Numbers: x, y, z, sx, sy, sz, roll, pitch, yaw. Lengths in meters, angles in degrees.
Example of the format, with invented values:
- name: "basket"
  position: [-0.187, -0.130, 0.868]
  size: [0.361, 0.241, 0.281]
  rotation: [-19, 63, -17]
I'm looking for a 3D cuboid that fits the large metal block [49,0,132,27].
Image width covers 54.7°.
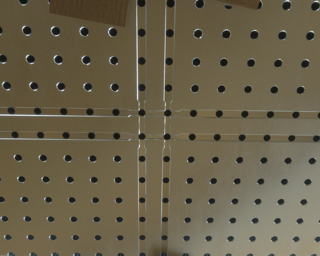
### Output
- name: "large metal block"
  position: [-0.070, -0.160, 0.340]
  size: [0.081, 0.050, 0.079]
  rotation: [10, 110, -4]

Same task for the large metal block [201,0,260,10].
- name: "large metal block"
  position: [0.072, -0.178, 0.335]
  size: [0.081, 0.050, 0.079]
  rotation: [11, 110, -5]
